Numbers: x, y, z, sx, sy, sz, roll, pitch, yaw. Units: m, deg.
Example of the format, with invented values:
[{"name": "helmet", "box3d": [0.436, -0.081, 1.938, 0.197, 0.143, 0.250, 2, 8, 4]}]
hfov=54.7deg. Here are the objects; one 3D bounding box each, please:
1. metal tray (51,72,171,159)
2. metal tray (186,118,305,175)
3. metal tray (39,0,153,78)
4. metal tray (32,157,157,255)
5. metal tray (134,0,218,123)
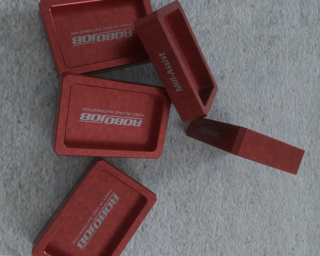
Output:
[{"name": "metal tray", "box3d": [-0.055, -0.012, 0.369, 0.131, 0.030, 0.089, 5, 101, -26]}, {"name": "metal tray", "box3d": [0.100, 0.018, 0.390, 0.091, 0.130, 0.030, 19, 91, -20]}, {"name": "metal tray", "box3d": [-0.070, -0.116, 0.380, 0.131, 0.030, 0.089, -16, 96, -20]}, {"name": "metal tray", "box3d": [-0.077, 0.112, 0.375, 0.090, 0.030, 0.130, 38, 80, -17]}, {"name": "metal tray", "box3d": [0.026, -0.083, 0.379, 0.130, 0.030, 0.090, 61, 30, -19]}]
